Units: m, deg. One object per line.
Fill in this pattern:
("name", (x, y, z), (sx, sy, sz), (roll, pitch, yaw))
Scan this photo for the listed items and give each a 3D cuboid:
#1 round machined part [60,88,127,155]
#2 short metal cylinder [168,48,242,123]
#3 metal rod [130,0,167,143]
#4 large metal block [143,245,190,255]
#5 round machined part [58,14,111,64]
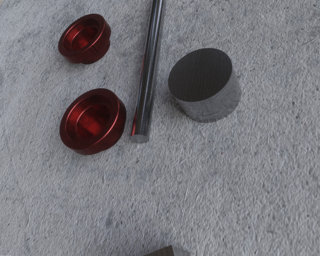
("round machined part", (-0.090, -0.005, 0.444), (0.098, 0.042, 0.098), (-13, 56, 21))
("short metal cylinder", (0.057, -0.053, 0.391), (0.080, 0.050, 0.080), (-13, 56, 21))
("metal rod", (-0.013, -0.116, 0.481), (0.025, 0.025, 0.299), (-8, 58, 24))
("large metal block", (-0.005, 0.167, 0.288), (0.080, 0.050, 0.080), (-26, 53, 12))
("round machined part", (-0.129, -0.154, 0.555), (0.098, 0.042, 0.098), (-13, 56, 21))
